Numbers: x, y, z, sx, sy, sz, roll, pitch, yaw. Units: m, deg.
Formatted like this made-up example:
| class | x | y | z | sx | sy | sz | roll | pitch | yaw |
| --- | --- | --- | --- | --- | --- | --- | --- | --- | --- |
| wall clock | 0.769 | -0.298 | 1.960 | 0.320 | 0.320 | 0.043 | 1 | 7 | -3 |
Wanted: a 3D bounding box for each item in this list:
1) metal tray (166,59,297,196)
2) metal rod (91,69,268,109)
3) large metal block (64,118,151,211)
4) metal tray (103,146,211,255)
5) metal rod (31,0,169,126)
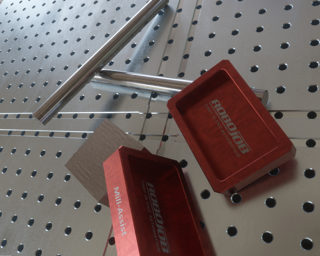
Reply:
| class | x | y | z | sx | sy | sz | roll | pitch | yaw |
| --- | --- | --- | --- | --- | --- | --- | --- | --- | --- |
| metal tray | 0.074 | -0.002 | 0.346 | 0.090 | 0.030 | 0.130 | -36 | 59 | 15 |
| metal rod | 0.000 | -0.062 | 0.444 | 0.300 | 0.025 | 0.025 | 14 | 69 | 33 |
| large metal block | -0.059 | 0.046 | 0.393 | 0.080 | 0.050 | 0.080 | 34 | 80 | 38 |
| metal tray | -0.003 | 0.086 | 0.311 | 0.030 | 0.091 | 0.130 | -43 | 47 | 30 |
| metal rod | -0.085 | -0.120 | 0.496 | 0.025 | 0.025 | 0.301 | 26 | 67 | 36 |
